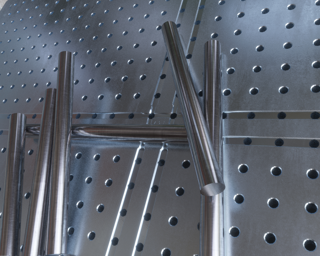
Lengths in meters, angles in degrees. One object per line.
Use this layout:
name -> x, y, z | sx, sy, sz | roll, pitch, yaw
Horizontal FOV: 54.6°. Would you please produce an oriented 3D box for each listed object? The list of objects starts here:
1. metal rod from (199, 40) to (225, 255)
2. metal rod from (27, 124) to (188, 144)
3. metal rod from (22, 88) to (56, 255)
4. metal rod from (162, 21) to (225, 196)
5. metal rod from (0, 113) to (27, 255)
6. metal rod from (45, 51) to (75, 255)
metal rod -> 0.062, 0.014, 0.367 | 0.025, 0.025, 0.300 | -9, 58, 24
metal rod -> -0.090, 0.006, 0.452 | 0.300, 0.025, 0.025 | 1, 62, 28
metal rod -> -0.163, 0.078, 0.426 | 0.025, 0.025, 0.299 | -13, 62, 21
metal rod -> 0.033, -0.051, 0.402 | 0.025, 0.025, 0.300 | -23, 47, 15
metal rod -> -0.207, 0.110, 0.433 | 0.025, 0.025, 0.299 | -21, 59, 16
metal rod -> -0.140, 0.019, 0.442 | 0.025, 0.025, 0.299 | -14, 64, 20
